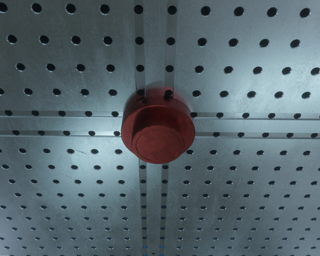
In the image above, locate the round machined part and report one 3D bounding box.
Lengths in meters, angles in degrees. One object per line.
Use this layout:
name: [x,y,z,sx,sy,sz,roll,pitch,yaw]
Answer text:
round machined part: [-0.003,0.010,0.408,0.099,0.042,0.097,-1,130,0]
